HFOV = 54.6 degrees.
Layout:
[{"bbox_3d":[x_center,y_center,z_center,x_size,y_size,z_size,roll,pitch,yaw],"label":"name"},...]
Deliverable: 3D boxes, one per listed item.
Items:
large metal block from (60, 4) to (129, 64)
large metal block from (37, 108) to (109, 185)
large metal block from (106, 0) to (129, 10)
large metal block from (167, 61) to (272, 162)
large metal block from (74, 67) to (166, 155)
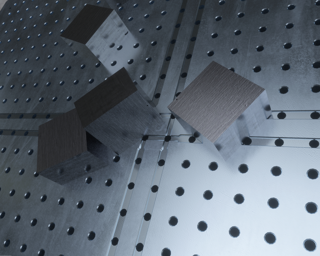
[{"bbox_3d":[-0.119,-0.172,0.562,0.080,0.050,0.080,26,76,37],"label":"large metal block"},{"bbox_3d":[-0.125,0.024,0.444,0.080,0.050,0.080,-24,53,13],"label":"large metal block"},{"bbox_3d":[-0.103,-0.293,0.608,0.050,0.080,0.080,-32,52,8],"label":"large metal block"},{"bbox_3d":[0.070,-0.021,0.369,0.080,0.050,0.080,-46,51,-4],"label":"large metal block"},{"bbox_3d":[-0.052,-0.020,0.414,0.080,0.080,0.050,-35,51,5],"label":"large metal block"}]
